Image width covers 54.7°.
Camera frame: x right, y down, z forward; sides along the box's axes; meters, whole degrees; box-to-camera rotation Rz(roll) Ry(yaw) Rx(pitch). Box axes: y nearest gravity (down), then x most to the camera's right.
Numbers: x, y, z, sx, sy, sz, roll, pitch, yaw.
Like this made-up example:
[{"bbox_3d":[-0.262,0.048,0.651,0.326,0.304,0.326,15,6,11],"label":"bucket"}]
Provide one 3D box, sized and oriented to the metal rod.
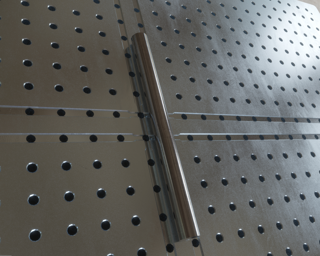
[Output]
[{"bbox_3d":[0.001,-0.006,0.414,0.025,0.025,0.299,0,62,-28],"label":"metal rod"}]
